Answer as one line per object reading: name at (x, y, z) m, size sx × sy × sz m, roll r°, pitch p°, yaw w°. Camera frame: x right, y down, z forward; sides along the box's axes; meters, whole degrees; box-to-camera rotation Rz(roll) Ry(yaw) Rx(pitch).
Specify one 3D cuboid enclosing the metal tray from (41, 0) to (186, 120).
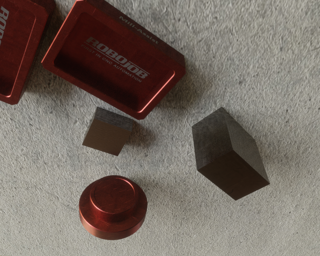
metal tray at (-0.048, -0.073, 0.340) m, size 0.131 × 0.030 × 0.090 m, roll 29°, pitch 124°, yaw -23°

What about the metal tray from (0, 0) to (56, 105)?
metal tray at (-0.175, -0.093, 0.322) m, size 0.090 × 0.030 × 0.129 m, roll 24°, pitch 126°, yaw -19°

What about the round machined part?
round machined part at (-0.067, 0.107, 0.450) m, size 0.099 × 0.098 × 0.042 m, roll 6°, pitch 130°, yaw -6°

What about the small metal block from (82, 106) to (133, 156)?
small metal block at (-0.069, 0.006, 0.411) m, size 0.050 × 0.025 × 0.050 m, roll 20°, pitch 127°, yaw -17°

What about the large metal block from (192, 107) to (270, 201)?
large metal block at (0.089, 0.033, 0.400) m, size 0.050 × 0.080 × 0.080 m, roll -35°, pitch 122°, yaw 26°
